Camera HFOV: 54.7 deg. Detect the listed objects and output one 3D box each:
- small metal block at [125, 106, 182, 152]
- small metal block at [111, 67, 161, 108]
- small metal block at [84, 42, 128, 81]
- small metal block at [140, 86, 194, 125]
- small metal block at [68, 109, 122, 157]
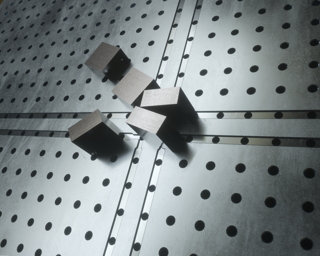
[{"bbox_3d":[-0.007,0.001,0.394,0.050,0.050,0.025,21,73,35],"label":"small metal block"},{"bbox_3d":[-0.036,-0.057,0.460,0.050,0.025,0.050,-49,52,-7],"label":"small metal block"},{"bbox_3d":[-0.091,-0.114,0.524,0.050,0.025,0.050,28,77,37],"label":"small metal block"},{"bbox_3d":[0.010,-0.027,0.402,0.050,0.050,0.025,-3,61,26],"label":"small metal block"},{"bbox_3d":[-0.090,0.008,0.433,0.050,0.050,0.025,-33,52,6],"label":"small metal block"}]
